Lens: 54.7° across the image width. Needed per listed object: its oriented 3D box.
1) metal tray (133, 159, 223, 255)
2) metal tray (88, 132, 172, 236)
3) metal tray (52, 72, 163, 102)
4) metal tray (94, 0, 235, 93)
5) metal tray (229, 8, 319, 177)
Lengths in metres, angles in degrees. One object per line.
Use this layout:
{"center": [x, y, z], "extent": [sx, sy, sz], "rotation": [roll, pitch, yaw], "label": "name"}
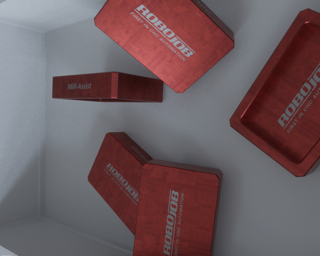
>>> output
{"center": [0.020, 0.108, 0.364], "extent": [0.090, 0.030, 0.129], "rotation": [7, 95, 16], "label": "metal tray"}
{"center": [-0.043, 0.076, 0.437], "extent": [0.130, 0.030, 0.089], "rotation": [39, 114, 32], "label": "metal tray"}
{"center": [-0.072, -0.052, 0.421], "extent": [0.130, 0.091, 0.030], "rotation": [4, 93, 39], "label": "metal tray"}
{"center": [0.006, -0.110, 0.342], "extent": [0.090, 0.130, 0.030], "rotation": [-41, 22, 32], "label": "metal tray"}
{"center": [0.137, -0.031, 0.289], "extent": [0.090, 0.030, 0.129], "rotation": [43, 115, 31], "label": "metal tray"}
